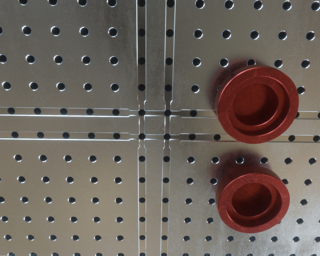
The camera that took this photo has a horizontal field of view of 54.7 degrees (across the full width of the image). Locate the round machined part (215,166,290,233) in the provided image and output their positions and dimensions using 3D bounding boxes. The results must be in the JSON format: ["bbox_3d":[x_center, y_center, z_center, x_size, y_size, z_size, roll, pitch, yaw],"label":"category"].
[{"bbox_3d":[0.128,0.097,0.442,0.099,0.042,0.097,0,110,-1],"label":"round machined part"}]

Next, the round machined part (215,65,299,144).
[{"bbox_3d":[0.119,-0.032,0.394,0.099,0.042,0.097,0,110,-1],"label":"round machined part"}]
